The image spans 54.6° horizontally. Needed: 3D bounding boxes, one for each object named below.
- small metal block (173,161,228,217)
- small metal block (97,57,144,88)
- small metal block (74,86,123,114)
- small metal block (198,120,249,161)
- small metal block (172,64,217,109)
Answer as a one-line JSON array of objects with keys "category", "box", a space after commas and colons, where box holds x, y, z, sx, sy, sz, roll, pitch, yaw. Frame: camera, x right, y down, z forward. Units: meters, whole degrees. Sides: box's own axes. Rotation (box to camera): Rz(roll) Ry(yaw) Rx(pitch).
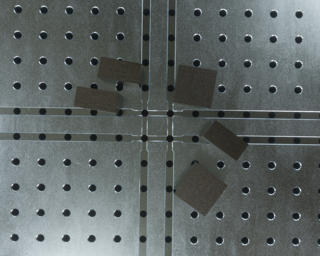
[{"category": "small metal block", "box": [0.053, 0.080, 0.414, 0.050, 0.025, 0.050, 36, 90, 0]}, {"category": "small metal block", "box": [-0.049, -0.070, 0.401, 0.050, 0.050, 0.025, 10, 90, 0]}, {"category": "small metal block", "box": [-0.078, -0.035, 0.400, 0.050, 0.050, 0.025, 9, 90, 0]}, {"category": "small metal block", "box": [0.080, 0.015, 0.401, 0.050, 0.050, 0.025, 36, 90, 0]}, {"category": "small metal block", "box": [0.045, -0.054, 0.414, 0.050, 0.025, 0.050, 9, 90, 0]}]
